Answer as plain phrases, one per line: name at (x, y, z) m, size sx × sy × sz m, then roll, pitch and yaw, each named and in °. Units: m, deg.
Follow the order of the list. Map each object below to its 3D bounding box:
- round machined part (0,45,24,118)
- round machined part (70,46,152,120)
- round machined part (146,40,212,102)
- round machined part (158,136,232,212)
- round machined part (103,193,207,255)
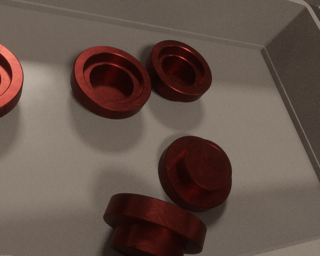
round machined part at (-0.195, -0.045, 0.317) m, size 0.099 × 0.042 × 0.098 m, roll 14°, pitch 56°, yaw -21°
round machined part at (-0.064, -0.053, 0.394) m, size 0.099 × 0.042 × 0.098 m, roll 14°, pitch 56°, yaw -21°
round machined part at (0.024, -0.078, 0.457) m, size 0.099 × 0.042 × 0.098 m, roll 14°, pitch 56°, yaw -21°
round machined part at (0.051, 0.053, 0.392) m, size 0.099 × 0.042 × 0.098 m, roll 14°, pitch 56°, yaw -21°
round machined part at (-0.008, 0.103, 0.294) m, size 0.098 × 0.098 × 0.042 m, roll 27°, pitch 59°, yaw -12°
